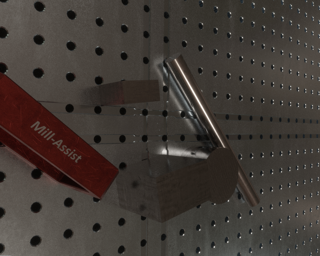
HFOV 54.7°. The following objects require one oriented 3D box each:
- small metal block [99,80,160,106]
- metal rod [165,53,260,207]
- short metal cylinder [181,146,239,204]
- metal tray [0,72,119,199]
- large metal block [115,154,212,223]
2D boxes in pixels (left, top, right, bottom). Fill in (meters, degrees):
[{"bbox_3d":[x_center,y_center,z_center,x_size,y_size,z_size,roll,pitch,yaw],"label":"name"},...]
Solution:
[{"bbox_3d":[-0.036,-0.041,0.364,0.050,0.050,0.025,-9,96,-40],"label":"small metal block"},{"bbox_3d":[0.092,0.017,0.488,0.025,0.025,0.299,-48,119,-29],"label":"metal rod"},{"bbox_3d":[0.070,0.067,0.454,0.081,0.050,0.079,0,90,-40],"label":"short metal cylinder"},{"bbox_3d":[-0.109,0.011,0.276,0.130,0.090,0.030,46,62,-31],"label":"metal tray"},{"bbox_3d":[0.003,0.068,0.378,0.081,0.080,0.050,-13,99,-40],"label":"large metal block"}]
